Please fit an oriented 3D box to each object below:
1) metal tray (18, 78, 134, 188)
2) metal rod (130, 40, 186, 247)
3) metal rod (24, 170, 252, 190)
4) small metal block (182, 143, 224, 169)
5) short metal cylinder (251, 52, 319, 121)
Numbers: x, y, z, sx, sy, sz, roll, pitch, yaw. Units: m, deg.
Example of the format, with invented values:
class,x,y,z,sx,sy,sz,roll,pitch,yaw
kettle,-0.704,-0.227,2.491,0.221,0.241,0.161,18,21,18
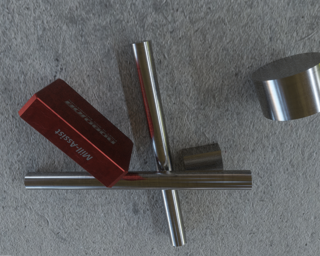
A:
class,x,y,z,sx,sy,sz,roll,pitch,yaw
metal tray,-0.092,0.003,0.375,0.130,0.090,0.030,43,105,-14
metal rod,0.002,0.035,0.422,0.025,0.025,0.298,-9,110,3
metal rod,-0.035,0.070,0.413,0.301,0.025,0.025,-2,110,9
small metal block,0.060,0.052,0.430,0.050,0.025,0.050,-10,110,3
short metal cylinder,0.155,-0.050,0.364,0.080,0.080,0.050,-21,109,7
